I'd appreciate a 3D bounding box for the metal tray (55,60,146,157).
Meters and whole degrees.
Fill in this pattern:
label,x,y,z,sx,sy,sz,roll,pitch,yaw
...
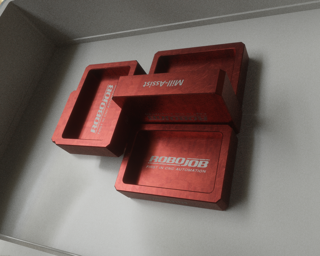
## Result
label,x,y,z,sx,sy,sz,roll,pitch,yaw
metal tray,-0.077,-0.028,0.417,0.090,0.030,0.130,1,62,28

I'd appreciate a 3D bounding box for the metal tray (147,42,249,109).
label,x,y,z,sx,sy,sz,roll,pitch,yaw
metal tray,0.046,-0.065,0.416,0.130,0.030,0.090,1,62,28

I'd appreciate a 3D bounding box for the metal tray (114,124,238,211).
label,x,y,z,sx,sy,sz,roll,pitch,yaw
metal tray,0.019,0.041,0.364,0.130,0.030,0.090,1,62,28

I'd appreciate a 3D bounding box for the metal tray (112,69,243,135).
label,x,y,z,sx,sy,sz,roll,pitch,yaw
metal tray,0.022,-0.026,0.365,0.130,0.090,0.030,1,63,28

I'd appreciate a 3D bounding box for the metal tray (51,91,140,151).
label,x,y,z,sx,sy,sz,roll,pitch,yaw
metal tray,-0.086,-0.012,0.449,0.130,0.030,0.090,1,62,28
